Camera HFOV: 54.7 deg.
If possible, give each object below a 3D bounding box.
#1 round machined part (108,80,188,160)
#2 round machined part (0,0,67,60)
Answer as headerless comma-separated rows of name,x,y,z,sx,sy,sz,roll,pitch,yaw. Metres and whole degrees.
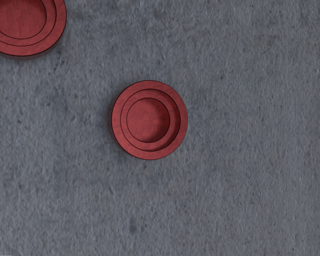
round machined part,-0.018,-0.010,0.394,0.099,0.042,0.097,0,90,-21
round machined part,-0.156,-0.124,0.342,0.099,0.042,0.097,0,90,-21
